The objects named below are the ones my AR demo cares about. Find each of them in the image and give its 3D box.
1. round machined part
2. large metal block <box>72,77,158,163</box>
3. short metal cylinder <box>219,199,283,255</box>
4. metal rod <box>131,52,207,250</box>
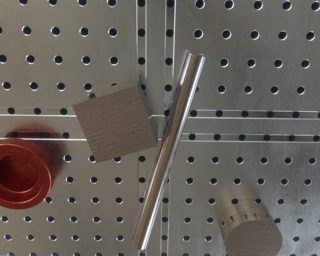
[{"bbox_3d":[-0.192,0.058,0.423,0.099,0.042,0.097,0,110,-1],"label":"round machined part"},{"bbox_3d":[-0.053,-0.011,0.395,0.080,0.050,0.080,-16,110,5],"label":"large metal block"},{"bbox_3d":[0.132,0.154,0.459,0.081,0.050,0.079,0,110,0],"label":"short metal cylinder"},{"bbox_3d":[0.006,0.044,0.429,0.025,0.025,0.298,14,109,-6],"label":"metal rod"}]
